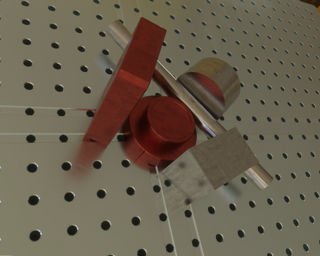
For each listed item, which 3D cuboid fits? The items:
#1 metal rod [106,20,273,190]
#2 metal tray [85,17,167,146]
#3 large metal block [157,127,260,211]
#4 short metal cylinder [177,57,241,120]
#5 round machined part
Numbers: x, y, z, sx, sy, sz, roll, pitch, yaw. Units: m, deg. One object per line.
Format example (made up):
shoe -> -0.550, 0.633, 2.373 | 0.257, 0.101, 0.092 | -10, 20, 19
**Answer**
metal rod -> 0.038, -0.033, 0.423 | 0.300, 0.025, 0.025 | 46, 51, 4
metal tray -> -0.041, -0.047, 0.349 | 0.030, 0.129, 0.090 | 25, 53, -14
large metal block -> 0.057, 0.049, 0.375 | 0.081, 0.080, 0.050 | -21, 73, -36
short metal cylinder -> 0.067, -0.054, 0.442 | 0.080, 0.080, 0.050 | 45, 51, 2
round machined part -> 0.006, -0.002, 0.403 | 0.099, 0.042, 0.098 | 14, 56, -21
